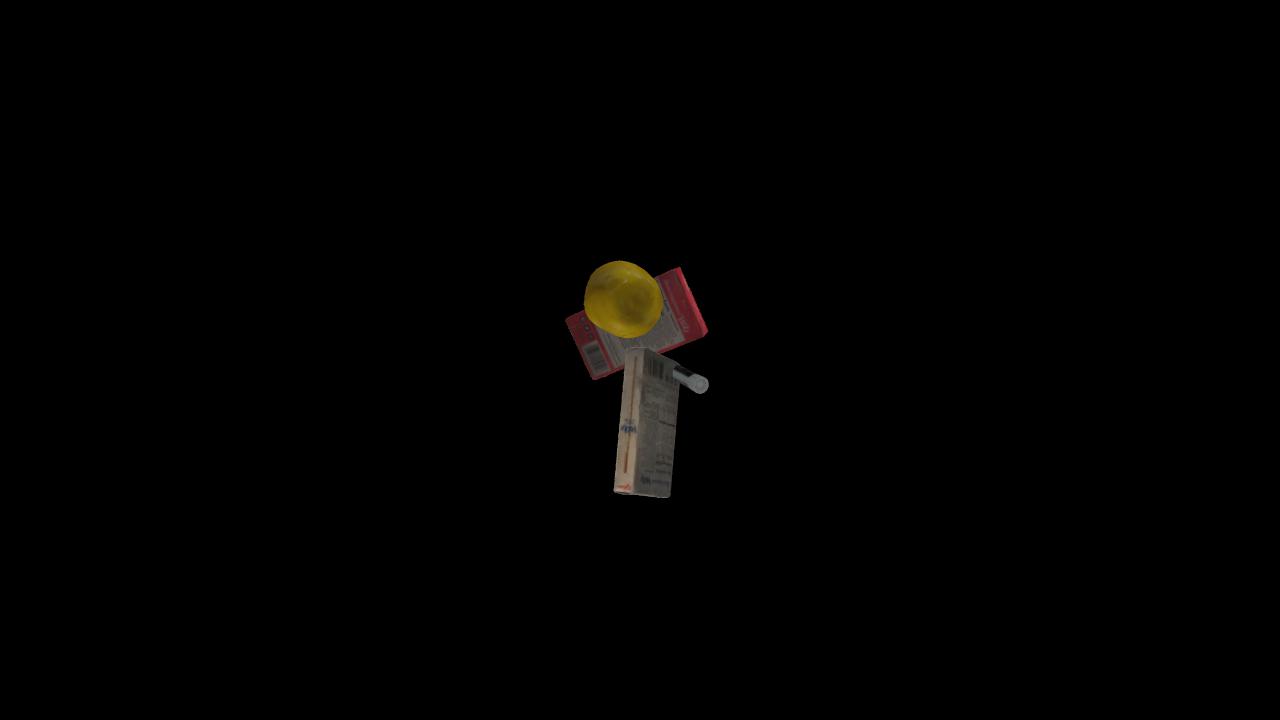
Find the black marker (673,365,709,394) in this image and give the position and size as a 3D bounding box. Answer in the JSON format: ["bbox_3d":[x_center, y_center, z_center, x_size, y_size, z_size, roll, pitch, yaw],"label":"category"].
[{"bbox_3d":[0.043,0.015,0.699,0.020,0.020,0.121,0,11,-21],"label":"black marker"}]

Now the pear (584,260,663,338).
[{"bbox_3d":[-0.028,-0.062,0.632,0.080,0.080,0.111,0,6,-31],"label":"pear"}]

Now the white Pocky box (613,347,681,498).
[{"bbox_3d":[0.010,0.069,0.667,0.028,0.154,0.084,-2,-15,31],"label":"white Pocky box"}]

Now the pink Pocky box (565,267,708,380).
[{"bbox_3d":[-0.005,-0.041,0.724,0.155,0.084,0.029,-22,6,24],"label":"pink Pocky box"}]
